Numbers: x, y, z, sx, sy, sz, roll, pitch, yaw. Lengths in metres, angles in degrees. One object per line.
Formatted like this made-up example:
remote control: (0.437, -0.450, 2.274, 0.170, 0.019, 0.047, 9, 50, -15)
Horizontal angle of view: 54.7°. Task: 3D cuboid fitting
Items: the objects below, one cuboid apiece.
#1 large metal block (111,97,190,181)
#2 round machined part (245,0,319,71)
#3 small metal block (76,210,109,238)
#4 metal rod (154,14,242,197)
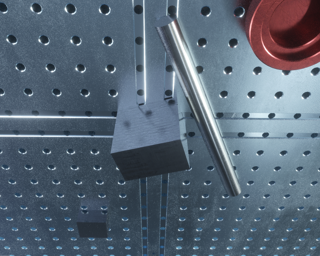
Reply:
large metal block: (-0.010, 0.013, 0.386, 0.080, 0.080, 0.050, -12, 129, 9)
round machined part: (0.135, -0.110, 0.309, 0.099, 0.042, 0.097, -1, 130, 0)
small metal block: (-0.119, 0.173, 0.557, 0.050, 0.025, 0.050, 2, 130, -2)
metal rod: (0.062, -0.005, 0.408, 0.025, 0.025, 0.299, -18, 128, 14)
